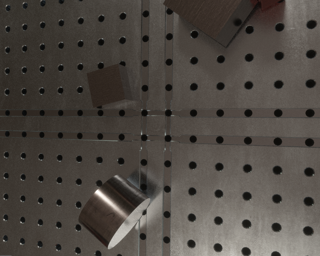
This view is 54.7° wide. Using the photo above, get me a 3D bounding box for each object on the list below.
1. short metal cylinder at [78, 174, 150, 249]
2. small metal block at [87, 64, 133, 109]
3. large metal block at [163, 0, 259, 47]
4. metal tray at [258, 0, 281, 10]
[{"bbox_3d":[-0.058,0.108,0.403,0.050,0.080,0.080,36,102,16],"label":"short metal cylinder"},{"bbox_3d":[-0.071,-0.058,0.436,0.050,0.025,0.050,-13,86,19],"label":"small metal block"},{"bbox_3d":[0.065,-0.157,0.369,0.080,0.050,0.080,41,109,18],"label":"large metal block"},{"bbox_3d":[0.098,-0.208,0.343,0.030,0.090,0.129,-26,82,18],"label":"metal tray"}]
